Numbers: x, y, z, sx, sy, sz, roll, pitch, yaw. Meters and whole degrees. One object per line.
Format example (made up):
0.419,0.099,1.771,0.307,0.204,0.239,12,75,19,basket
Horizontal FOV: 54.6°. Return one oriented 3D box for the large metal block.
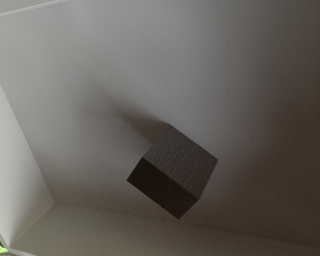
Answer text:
0.018,0.054,0.397,0.080,0.080,0.050,36,129,4,large metal block
